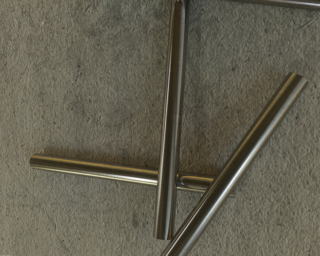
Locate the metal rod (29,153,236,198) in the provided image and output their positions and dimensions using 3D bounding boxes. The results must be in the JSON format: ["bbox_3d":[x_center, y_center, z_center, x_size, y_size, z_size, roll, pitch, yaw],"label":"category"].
[{"bbox_3d":[-0.050,0.062,0.426,0.301,0.025,0.025,4,92,19],"label":"metal rod"}]

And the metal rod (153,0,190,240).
[{"bbox_3d":[0.016,-0.017,0.385,0.025,0.025,0.298,2,84,20],"label":"metal rod"}]

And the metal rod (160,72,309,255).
[{"bbox_3d":[0.072,0.066,0.356,0.025,0.025,0.299,35,91,16],"label":"metal rod"}]

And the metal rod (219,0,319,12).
[{"bbox_3d":[0.044,-0.171,0.375,0.301,0.025,0.025,12,94,12],"label":"metal rod"}]
